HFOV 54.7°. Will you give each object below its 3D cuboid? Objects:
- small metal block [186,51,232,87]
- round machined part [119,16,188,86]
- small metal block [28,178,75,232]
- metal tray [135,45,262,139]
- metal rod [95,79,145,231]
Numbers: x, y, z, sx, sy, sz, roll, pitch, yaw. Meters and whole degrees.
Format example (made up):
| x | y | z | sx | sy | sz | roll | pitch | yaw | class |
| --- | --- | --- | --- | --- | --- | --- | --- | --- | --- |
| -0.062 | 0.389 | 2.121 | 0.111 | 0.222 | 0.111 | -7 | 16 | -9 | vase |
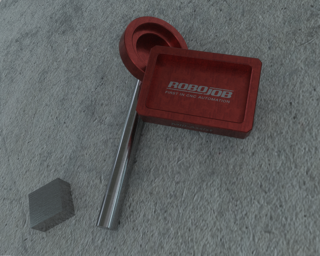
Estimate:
| x | y | z | sx | sy | sz | roll | pitch | yaw | class |
| --- | --- | --- | --- | --- | --- | --- | --- | --- | --- |
| 0.064 | -0.066 | 0.410 | 0.050 | 0.025 | 0.050 | -38 | 51 | 2 | small metal block |
| -0.011 | -0.102 | 0.434 | 0.042 | 0.099 | 0.098 | -35 | 38 | 57 | round machined part |
| -0.146 | 0.103 | 0.415 | 0.050 | 0.025 | 0.050 | -30 | 52 | 9 | small metal block |
| 0.046 | -0.043 | 0.365 | 0.131 | 0.030 | 0.090 | 10 | 75 | 10 | metal tray |
| -0.035 | -0.014 | 0.428 | 0.025 | 0.025 | 0.299 | -2 | 61 | 27 | metal rod |
